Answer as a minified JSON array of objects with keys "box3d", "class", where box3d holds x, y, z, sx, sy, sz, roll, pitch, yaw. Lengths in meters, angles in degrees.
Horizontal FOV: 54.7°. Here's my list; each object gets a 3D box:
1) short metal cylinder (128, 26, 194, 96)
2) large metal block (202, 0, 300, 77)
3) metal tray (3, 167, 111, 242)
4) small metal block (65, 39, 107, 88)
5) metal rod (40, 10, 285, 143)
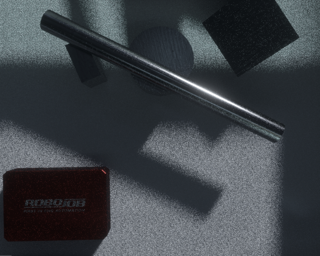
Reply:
[{"box3d":[0.001,-0.083,0.399,0.081,0.050,0.079,0,90,-1],"class":"short metal cylinder"},{"box3d":[0.113,-0.121,0.385,0.080,0.050,0.080,-33,91,27],"class":"large metal block"},{"box3d":[-0.133,0.098,0.407,0.131,0.030,0.089,-1,90,-1],"class":"metal tray"},{"box3d":[-0.093,-0.082,0.398,0.025,0.050,0.050,-24,90,0],"class":"small metal block"},{"box3d":[0.004,-0.059,0.361,0.301,0.025,0.025,26,90,-1],"class":"metal rod"}]
